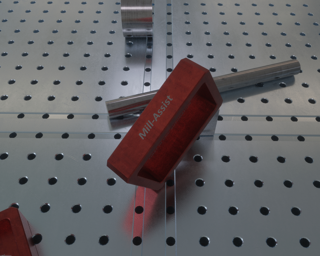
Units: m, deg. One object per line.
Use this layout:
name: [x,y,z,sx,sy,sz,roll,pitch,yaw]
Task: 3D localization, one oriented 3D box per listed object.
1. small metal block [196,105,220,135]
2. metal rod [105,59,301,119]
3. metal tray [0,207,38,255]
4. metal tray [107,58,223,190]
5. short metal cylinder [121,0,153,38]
small metal block: [0.048,-0.016,0.405,0.050,0.050,0.025,-1,50,-1]
metal rod: [0.071,-0.061,0.458,0.302,0.025,0.025,-14,52,-12]
metal tray: [-0.182,0.142,0.283,0.131,0.030,0.090,-24,54,-19]
metal tray: [0.011,0.002,0.329,0.030,0.090,0.130,35,88,26]
short metal cylinder: [-0.038,-0.199,0.539,0.050,0.080,0.080,-1,50,-1]
